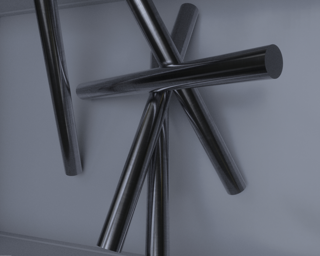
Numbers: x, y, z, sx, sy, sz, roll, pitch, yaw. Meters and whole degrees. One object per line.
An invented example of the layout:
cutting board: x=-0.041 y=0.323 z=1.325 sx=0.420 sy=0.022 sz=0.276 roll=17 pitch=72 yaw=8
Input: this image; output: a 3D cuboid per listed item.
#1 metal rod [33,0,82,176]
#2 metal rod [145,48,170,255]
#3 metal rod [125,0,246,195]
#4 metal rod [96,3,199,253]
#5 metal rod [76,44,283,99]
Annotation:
metal rod: x=-0.129 y=-0.068 z=0.389 sx=0.025 sy=0.025 sz=0.298 roll=10 pitch=119 yaw=20
metal rod: x=-0.002 y=0.037 z=0.351 sx=0.025 sy=0.025 sz=0.299 roll=-9 pitch=64 yaw=20
metal rod: x=0.023 y=-0.052 z=0.341 sx=0.025 sy=0.025 sz=0.299 roll=-24 pitch=106 yaw=18
metal rod: x=-0.006 y=-0.018 z=0.348 sx=0.025 sy=0.025 sz=0.299 roll=11 pitch=69 yaw=20
metal rod: x=-0.014 y=-0.051 z=0.338 sx=0.300 sy=0.025 sz=0.025 roll=2 pitch=91 yaw=50
